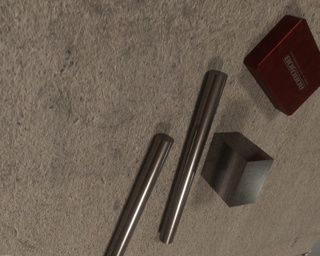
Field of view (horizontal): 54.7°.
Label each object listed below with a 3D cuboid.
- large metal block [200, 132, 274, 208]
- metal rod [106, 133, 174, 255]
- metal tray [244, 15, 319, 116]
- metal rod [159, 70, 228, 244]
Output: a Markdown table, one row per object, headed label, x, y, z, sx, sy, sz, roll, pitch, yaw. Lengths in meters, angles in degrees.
| label | x | y | z | sx | sy | sz | roll | pitch | yaw |
| --- | --- | --- | --- | --- | --- | --- | --- | --- | --- |
| large metal block | 0.114 | 0.061 | 0.474 | 0.050 | 0.080 | 0.079 | -1 | 119 | -28 |
| metal rod | -0.046 | 0.142 | 0.471 | 0.025 | 0.025 | 0.298 | 9 | 114 | -33 |
| metal tray | 0.190 | -0.087 | 0.456 | 0.090 | 0.030 | 0.130 | -47 | 130 | 5 |
| metal rod | 0.044 | 0.059 | 0.469 | 0.025 | 0.025 | 0.298 | -1 | 119 | -29 |
